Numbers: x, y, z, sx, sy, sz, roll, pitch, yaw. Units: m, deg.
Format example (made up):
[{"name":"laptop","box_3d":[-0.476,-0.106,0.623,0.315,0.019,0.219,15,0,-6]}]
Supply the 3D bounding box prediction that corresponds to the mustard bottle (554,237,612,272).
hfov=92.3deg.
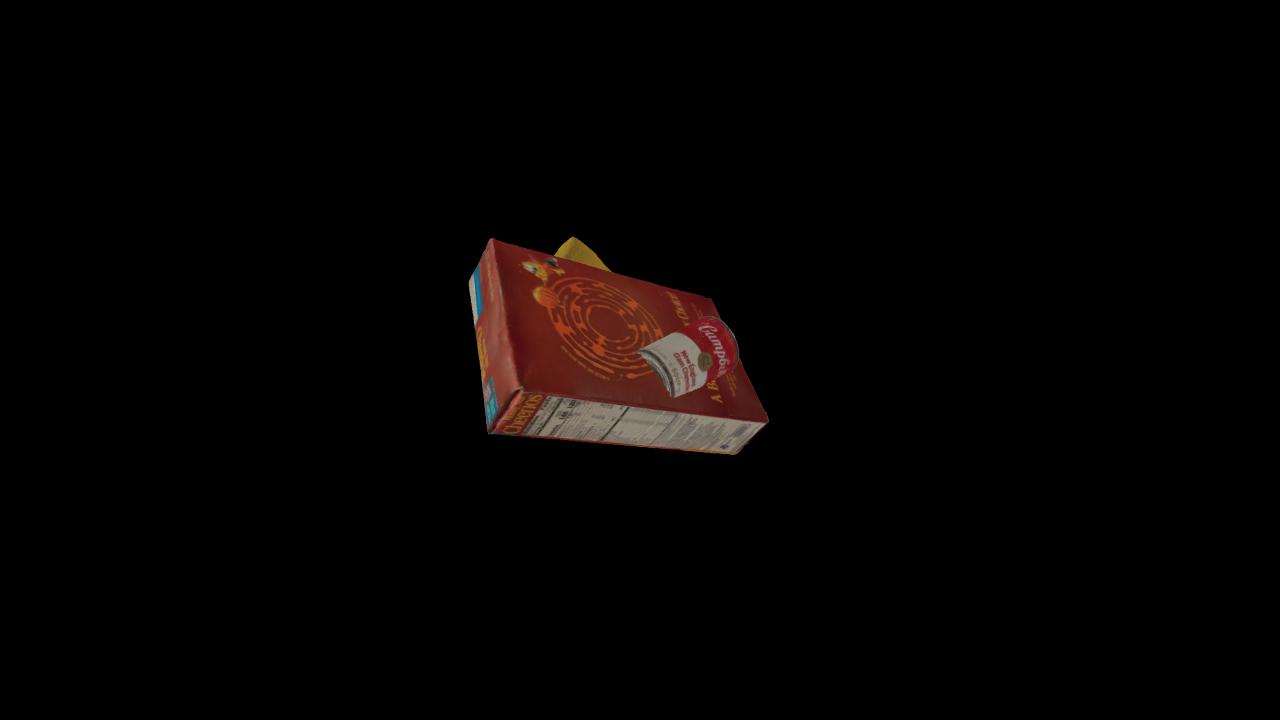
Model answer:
[{"name":"mustard bottle","box_3d":[-0.037,-0.063,0.764,0.184,0.092,0.054,37,-36,-20]}]

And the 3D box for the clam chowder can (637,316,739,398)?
[{"name":"clam chowder can","box_3d":[0.046,0.002,0.652,0.102,0.068,0.068,-27,15,-32]}]

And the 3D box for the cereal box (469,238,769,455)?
[{"name":"cereal box","box_3d":[-0.023,-0.007,0.671,0.306,0.203,0.081,9,-46,-33]}]
